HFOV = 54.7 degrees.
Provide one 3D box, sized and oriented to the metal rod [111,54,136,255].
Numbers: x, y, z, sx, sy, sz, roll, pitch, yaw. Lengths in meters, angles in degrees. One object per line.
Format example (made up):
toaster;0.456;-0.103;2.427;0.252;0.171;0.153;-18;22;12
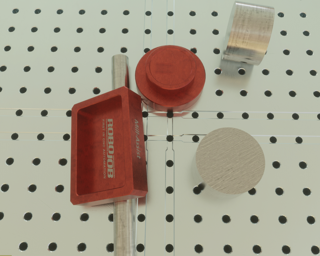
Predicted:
metal rod;-0.048;0.041;0.396;0.025;0.025;0.299;-3;70;-1

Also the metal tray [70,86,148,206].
metal tray;-0.065;0.023;0.377;0.090;0.030;0.130;-16;67;26

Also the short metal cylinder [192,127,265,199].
short metal cylinder;0.082;0.045;0.382;0.081;0.050;0.080;0;70;0

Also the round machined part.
round machined part;0.014;-0.075;0.430;0.099;0.042;0.098;0;70;0

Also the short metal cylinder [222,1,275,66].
short metal cylinder;0.120;-0.131;0.431;0.050;0.080;0.080;11;71;4
